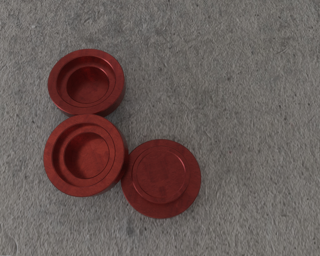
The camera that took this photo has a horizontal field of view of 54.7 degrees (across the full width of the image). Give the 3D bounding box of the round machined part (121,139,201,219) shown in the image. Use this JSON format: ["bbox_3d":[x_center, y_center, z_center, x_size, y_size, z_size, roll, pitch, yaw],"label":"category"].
[{"bbox_3d":[0.001,0.059,0.377,0.099,0.042,0.098,0,70,0],"label":"round machined part"}]

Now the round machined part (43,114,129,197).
[{"bbox_3d":[-0.086,0.035,0.379,0.098,0.042,0.098,-2,78,7],"label":"round machined part"}]

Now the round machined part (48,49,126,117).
[{"bbox_3d":[-0.095,-0.054,0.418,0.099,0.042,0.098,0,70,0],"label":"round machined part"}]
